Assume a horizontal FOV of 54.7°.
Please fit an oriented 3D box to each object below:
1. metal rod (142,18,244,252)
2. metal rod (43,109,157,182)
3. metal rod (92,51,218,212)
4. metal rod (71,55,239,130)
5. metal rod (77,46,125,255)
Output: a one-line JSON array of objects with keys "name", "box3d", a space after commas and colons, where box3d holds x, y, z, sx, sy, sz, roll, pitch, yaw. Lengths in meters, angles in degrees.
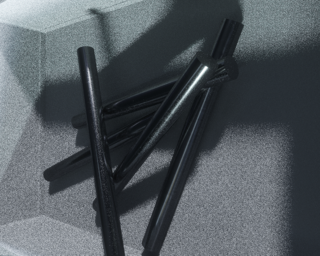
[{"name": "metal rod", "box3d": [0.034, 0.020, 0.377, 0.025, 0.025, 0.298, 29, 108, 36]}, {"name": "metal rod", "box3d": [-0.095, 0.034, 0.482, 0.299, 0.025, 0.025, -26, 74, 36]}, {"name": "metal rod", "box3d": [-0.024, 0.028, 0.387, 0.025, 0.025, 0.298, 58, 134, 24]}, {"name": "metal rod", "box3d": [-0.033, -0.035, 0.412, 0.299, 0.025, 0.025, -14, 81, 44]}, {"name": "metal rod", "box3d": [-0.082, 0.028, 0.422, 0.025, 0.025, 0.299, -22, 73, 37]}]
